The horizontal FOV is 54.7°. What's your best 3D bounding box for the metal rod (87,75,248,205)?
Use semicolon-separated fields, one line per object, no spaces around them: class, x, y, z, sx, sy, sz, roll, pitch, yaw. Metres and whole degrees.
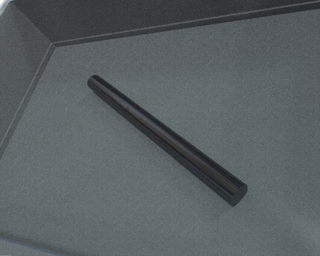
metal rod;-0.012;-0.003;0.410;0.025;0.025;0.300;-48;52;-6
